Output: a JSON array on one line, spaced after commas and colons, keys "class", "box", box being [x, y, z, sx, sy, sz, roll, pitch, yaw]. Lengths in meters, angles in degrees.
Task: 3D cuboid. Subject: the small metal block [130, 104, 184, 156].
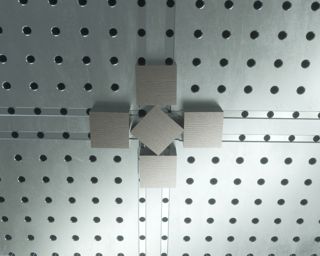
[{"class": "small metal block", "box": [-0.004, 0.000, 0.413, 0.050, 0.025, 0.050, 40, 105, -14]}]

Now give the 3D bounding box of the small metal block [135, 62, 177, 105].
[{"class": "small metal block", "box": [-0.005, -0.056, 0.393, 0.050, 0.025, 0.050, -1, 110, -1]}]

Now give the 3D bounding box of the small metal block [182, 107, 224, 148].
[{"class": "small metal block", "box": [0.056, -0.001, 0.414, 0.050, 0.025, 0.050, 0, 110, -1]}]

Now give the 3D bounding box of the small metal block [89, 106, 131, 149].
[{"class": "small metal block", "box": [-0.065, -0.001, 0.412, 0.050, 0.025, 0.050, 1, 110, -1]}]

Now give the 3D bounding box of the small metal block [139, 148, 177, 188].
[{"class": "small metal block", "box": [-0.003, 0.056, 0.434, 0.050, 0.025, 0.050, 0, 110, -1]}]
